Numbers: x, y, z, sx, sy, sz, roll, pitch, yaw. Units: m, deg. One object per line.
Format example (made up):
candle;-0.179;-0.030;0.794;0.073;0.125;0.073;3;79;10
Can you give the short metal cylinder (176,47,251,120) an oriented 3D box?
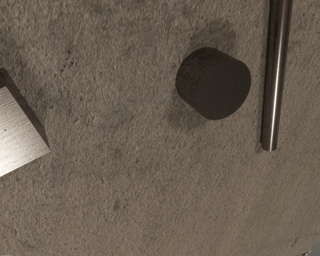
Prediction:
short metal cylinder;0.067;-0.057;0.394;0.081;0.050;0.079;-14;125;-21

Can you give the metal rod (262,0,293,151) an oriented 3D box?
metal rod;0.168;-0.088;0.446;0.025;0.025;0.298;-21;127;-16

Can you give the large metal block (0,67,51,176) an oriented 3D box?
large metal block;-0.167;0.000;0.300;0.080;0.050;0.080;-28;128;-11
